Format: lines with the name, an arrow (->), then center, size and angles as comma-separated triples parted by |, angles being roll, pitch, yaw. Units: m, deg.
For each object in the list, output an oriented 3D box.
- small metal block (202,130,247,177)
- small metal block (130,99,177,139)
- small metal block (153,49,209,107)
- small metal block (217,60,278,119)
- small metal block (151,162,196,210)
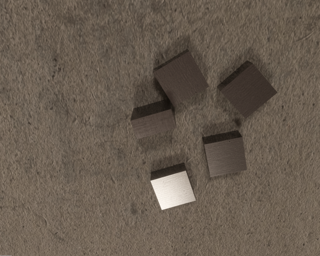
small metal block -> 0.088, 0.035, 0.424 | 0.050, 0.025, 0.050 | -12, 110, 4
small metal block -> -0.008, -0.013, 0.392 | 0.050, 0.050, 0.025 | -16, 110, 5
small metal block -> 0.026, -0.063, 0.387 | 0.050, 0.025, 0.050 | -30, 108, 10
small metal block -> 0.110, -0.049, 0.393 | 0.050, 0.025, 0.050 | -42, 105, 13
small metal block -> 0.019, 0.083, 0.441 | 0.050, 0.025, 0.050 | -17, 110, 6
